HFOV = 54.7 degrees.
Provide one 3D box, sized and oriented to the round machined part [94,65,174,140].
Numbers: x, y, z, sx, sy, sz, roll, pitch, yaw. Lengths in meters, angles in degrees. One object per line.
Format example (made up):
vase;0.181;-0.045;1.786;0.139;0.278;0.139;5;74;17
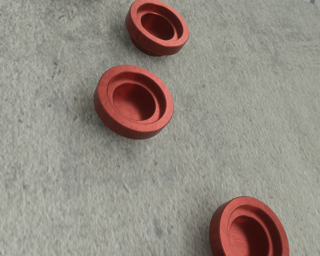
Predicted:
round machined part;-0.036;-0.028;0.392;0.099;0.042;0.098;14;56;-21

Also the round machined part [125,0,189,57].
round machined part;-0.008;-0.151;0.482;0.099;0.042;0.098;14;56;-21

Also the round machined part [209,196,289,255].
round machined part;0.099;0.134;0.366;0.099;0.042;0.098;14;56;-21
